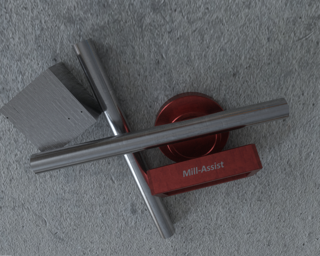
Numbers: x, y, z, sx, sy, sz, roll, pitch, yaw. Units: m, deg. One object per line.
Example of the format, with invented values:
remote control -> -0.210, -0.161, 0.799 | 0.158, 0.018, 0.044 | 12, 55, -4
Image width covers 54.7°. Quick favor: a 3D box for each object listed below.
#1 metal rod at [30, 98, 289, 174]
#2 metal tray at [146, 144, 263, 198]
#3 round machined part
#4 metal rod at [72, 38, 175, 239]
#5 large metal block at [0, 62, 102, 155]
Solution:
metal rod -> -0.001, 0.010, 0.365 | 0.302, 0.025, 0.025 | -13, 110, 1
metal tray -> 0.056, 0.058, 0.397 | 0.131, 0.090, 0.030 | -15, 74, 5
round machined part -> 0.042, 0.005, 0.403 | 0.099, 0.042, 0.097 | 0, 110, -1
metal rod -> -0.041, 0.028, 0.419 | 0.025, 0.025, 0.299 | -20, 109, 7
large metal block -> -0.131, -0.023, 0.386 | 0.080, 0.050, 0.080 | -36, 107, 12
